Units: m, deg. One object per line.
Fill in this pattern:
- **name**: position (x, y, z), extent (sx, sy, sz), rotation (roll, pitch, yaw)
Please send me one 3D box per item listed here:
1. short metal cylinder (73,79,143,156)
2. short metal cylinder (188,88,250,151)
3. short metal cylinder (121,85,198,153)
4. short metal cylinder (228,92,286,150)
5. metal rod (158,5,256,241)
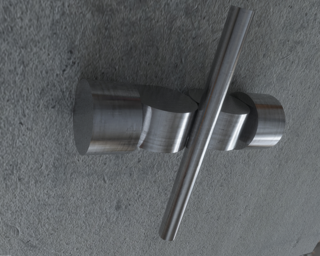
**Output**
- **short metal cylinder**: position (-0.059, -0.011, 0.334), extent (0.050, 0.080, 0.079), rotation (1, 118, -29)
- **short metal cylinder**: position (0.069, -0.013, 0.402), extent (0.081, 0.080, 0.050), rotation (1, 118, -29)
- **short metal cylinder**: position (-0.001, -0.013, 0.364), extent (0.081, 0.080, 0.050), rotation (1, 118, -29)
- **short metal cylinder**: position (0.126, -0.010, 0.436), extent (0.050, 0.080, 0.079), rotation (1, 118, -29)
- **metal rod**: position (0.045, 0.014, 0.362), extent (0.025, 0.025, 0.298), rotation (1, 118, -29)
